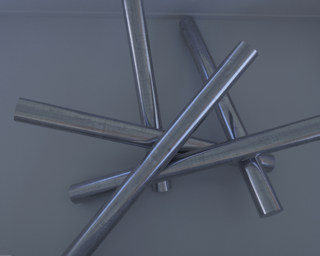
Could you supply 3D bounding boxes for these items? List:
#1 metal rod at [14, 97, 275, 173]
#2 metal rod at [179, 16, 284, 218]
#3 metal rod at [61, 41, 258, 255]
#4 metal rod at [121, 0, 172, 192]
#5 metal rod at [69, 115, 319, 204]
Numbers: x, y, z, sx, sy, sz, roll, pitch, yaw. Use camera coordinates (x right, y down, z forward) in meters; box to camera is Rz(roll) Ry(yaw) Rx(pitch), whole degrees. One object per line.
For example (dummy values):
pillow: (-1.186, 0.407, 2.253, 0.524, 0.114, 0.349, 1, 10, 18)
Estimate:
metal rod: (-0.002, 0.013, 0.354, 0.302, 0.025, 0.025, 13, 69, -16)
metal rod: (0.078, -0.036, 0.394, 0.025, 0.025, 0.299, -14, 60, -5)
metal rod: (-0.002, 0.032, 0.331, 0.025, 0.025, 0.300, 40, 91, 13)
metal rod: (-0.021, -0.071, 0.373, 0.025, 0.025, 0.298, -9, 94, -4)
metal rod: (0.035, 0.038, 0.345, 0.301, 0.025, 0.025, -17, 70, 14)
